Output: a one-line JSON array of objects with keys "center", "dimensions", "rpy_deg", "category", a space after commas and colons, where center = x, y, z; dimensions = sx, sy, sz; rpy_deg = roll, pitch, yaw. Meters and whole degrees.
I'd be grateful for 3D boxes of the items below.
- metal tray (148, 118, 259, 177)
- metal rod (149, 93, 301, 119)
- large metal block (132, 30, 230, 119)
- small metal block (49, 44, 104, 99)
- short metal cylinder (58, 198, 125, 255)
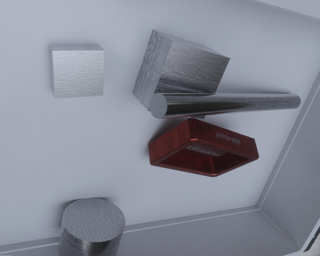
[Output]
[{"center": [0.061, 0.033, 0.431], "dimensions": [0.131, 0.030, 0.090], "rpy_deg": [16, 145, -35], "category": "metal tray"}, {"center": [0.108, -0.032, 0.401], "dimensions": [0.302, 0.025, 0.025], "rpy_deg": [-6, 122, -43], "category": "metal rod"}, {"center": [0.023, -0.062, 0.369], "dimensions": [0.081, 0.050, 0.079], "rpy_deg": [7, 115, -32], "category": "large metal block"}, {"center": [-0.087, -0.060, 0.325], "dimensions": [0.050, 0.025, 0.050], "rpy_deg": [-7, 122, -25], "category": "small metal block"}, {"center": [-0.091, 0.138, 0.410], "dimensions": [0.081, 0.080, 0.050], "rpy_deg": [1, 118, -30], "category": "short metal cylinder"}]
